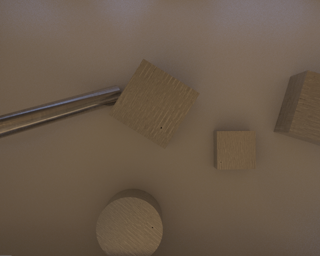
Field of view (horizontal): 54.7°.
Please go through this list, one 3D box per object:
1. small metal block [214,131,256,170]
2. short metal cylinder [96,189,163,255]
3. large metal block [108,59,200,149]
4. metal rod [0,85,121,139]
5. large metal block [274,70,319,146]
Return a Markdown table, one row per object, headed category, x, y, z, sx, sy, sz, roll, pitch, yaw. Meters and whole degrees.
| category | x | y | z | sx | sy | sz | roll | pitch | yaw |
| --- | --- | --- | --- | --- | --- | --- | --- | --- | --- |
| small metal block | 0.099 | 0.029 | 0.413 | 0.050 | 0.025 | 0.050 | -1 | 90 | -1 |
| short metal cylinder | -0.037 | 0.123 | 0.399 | 0.081 | 0.050 | 0.079 | 0 | 90 | -1 |
| large metal block | -0.007 | -0.029 | 0.399 | 0.080 | 0.050 | 0.080 | 32 | 90 | -1 |
| metal rod | -0.183 | 0.000 | 0.345 | 0.302 | 0.025 | 0.025 | -20 | 90 | -27 |
| large metal block | 0.207 | -0.021 | 0.402 | 0.080 | 0.050 | 0.080 | 17 | 90 | -1 |
